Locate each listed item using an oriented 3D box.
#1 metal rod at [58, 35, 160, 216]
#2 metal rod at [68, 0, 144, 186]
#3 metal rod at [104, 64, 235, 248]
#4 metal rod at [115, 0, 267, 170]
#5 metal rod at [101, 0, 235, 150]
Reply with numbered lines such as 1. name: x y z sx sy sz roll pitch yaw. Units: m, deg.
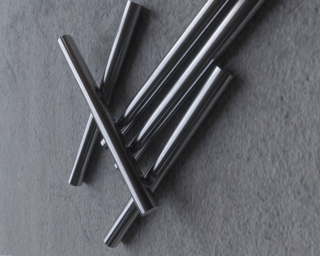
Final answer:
1. metal rod: -0.081 -0.018 0.435 0.025 0.025 0.299 -44 64 31
2. metal rod: -0.087 -0.041 0.474 0.025 0.025 0.298 34 111 34
3. metal rod: 0.000 0.052 0.402 0.025 0.025 0.298 46 117 30
4. metal rod: 0.028 -0.048 0.379 0.298 0.025 0.025 -52 60 27
5. metal rod: 0.008 -0.074 0.396 0.299 0.025 0.025 -49 61 28
